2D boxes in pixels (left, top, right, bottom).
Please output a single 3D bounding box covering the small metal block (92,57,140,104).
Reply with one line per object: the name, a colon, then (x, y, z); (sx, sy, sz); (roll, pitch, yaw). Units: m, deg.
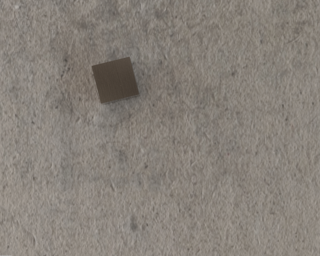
small metal block: (-0.057, -0.061, 0.410); (0.050, 0.025, 0.050); (-14, 90, 0)
